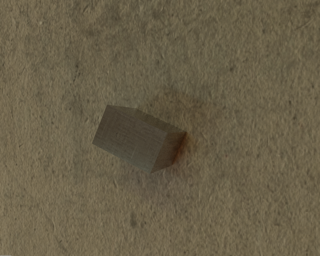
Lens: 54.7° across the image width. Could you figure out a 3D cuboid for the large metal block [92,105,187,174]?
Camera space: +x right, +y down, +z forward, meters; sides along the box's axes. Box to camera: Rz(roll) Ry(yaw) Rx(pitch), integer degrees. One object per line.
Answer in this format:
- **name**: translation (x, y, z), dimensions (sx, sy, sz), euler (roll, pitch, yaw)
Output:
- **large metal block**: translation (-0.022, 0.012, 0.387), dimensions (0.080, 0.080, 0.050), euler (25, 98, 18)
